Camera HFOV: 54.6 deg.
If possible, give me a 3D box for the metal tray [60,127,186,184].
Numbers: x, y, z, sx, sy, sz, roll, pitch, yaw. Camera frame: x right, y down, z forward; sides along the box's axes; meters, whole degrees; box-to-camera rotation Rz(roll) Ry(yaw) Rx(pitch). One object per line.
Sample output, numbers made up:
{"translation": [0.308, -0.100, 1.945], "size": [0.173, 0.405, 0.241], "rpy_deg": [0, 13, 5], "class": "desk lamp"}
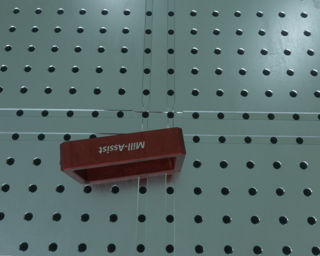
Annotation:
{"translation": [-0.039, 0.035, 0.364], "size": [0.131, 0.090, 0.030], "rpy_deg": [-8, 70, -3], "class": "metal tray"}
